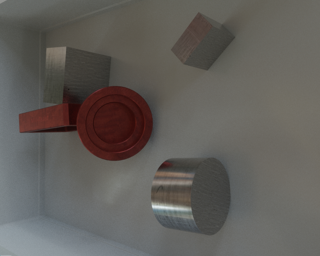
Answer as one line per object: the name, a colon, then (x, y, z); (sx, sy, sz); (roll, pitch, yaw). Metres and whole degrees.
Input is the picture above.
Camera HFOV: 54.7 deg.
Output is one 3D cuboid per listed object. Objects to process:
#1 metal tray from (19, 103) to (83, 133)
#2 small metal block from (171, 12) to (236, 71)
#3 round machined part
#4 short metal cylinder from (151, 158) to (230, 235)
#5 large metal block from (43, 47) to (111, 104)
metal tray: (-0.145, -0.013, 0.480); (0.130, 0.091, 0.030); (-7, 86, 39)
small metal block: (0.049, -0.095, 0.349); (0.050, 0.050, 0.025); (-50, 61, 28)
round machined part: (-0.063, -0.008, 0.420); (0.042, 0.099, 0.097); (-161, 76, -72)
short metal cylinder: (0.036, 0.073, 0.340); (0.050, 0.081, 0.080); (-5, 87, 39)
large metal block: (-0.125, -0.075, 0.471); (0.050, 0.081, 0.079); (9, 96, 39)
